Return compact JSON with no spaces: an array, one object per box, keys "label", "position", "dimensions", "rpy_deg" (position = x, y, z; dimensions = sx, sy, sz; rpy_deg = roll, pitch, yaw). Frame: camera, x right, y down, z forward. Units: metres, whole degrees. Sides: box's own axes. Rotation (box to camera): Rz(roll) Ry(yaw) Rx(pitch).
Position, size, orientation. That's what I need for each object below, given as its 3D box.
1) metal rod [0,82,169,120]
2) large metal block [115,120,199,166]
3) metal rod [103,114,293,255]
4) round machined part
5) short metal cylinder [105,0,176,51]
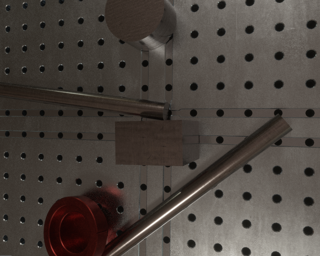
[{"label":"metal rod","position":[-0.133,-0.043,0.457],"dimensions":[0.301,0.025,0.025],"rpy_deg":[9,93,19]},{"label":"large metal block","position":[0.000,0.017,0.383],"dimensions":[0.080,0.080,0.050],"rpy_deg":[-1,90,19]},{"label":"metal rod","position":[0.036,0.086,0.399],"dimensions":[0.300,0.025,0.025],"rpy_deg":[-40,78,15]},{"label":"round machined part","position":[-0.112,0.145,0.435],"dimensions":[0.098,0.042,0.097],"rpy_deg":[-4,81,28]},{"label":"short metal cylinder","position":[-0.024,-0.147,0.407],"dimensions":[0.080,0.050,0.079],"rpy_deg":[0,90,19]}]
